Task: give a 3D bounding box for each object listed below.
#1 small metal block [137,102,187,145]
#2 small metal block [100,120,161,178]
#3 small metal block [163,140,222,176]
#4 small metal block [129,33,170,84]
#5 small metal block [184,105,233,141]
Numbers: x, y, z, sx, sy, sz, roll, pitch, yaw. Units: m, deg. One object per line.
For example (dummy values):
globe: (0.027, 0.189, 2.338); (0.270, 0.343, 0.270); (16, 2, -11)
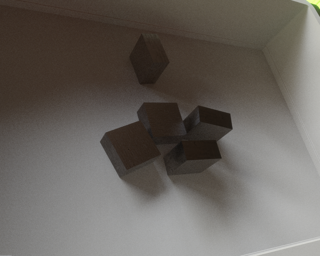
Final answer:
small metal block: (0.002, -0.006, 0.410); (0.050, 0.025, 0.050); (-2, 63, -29)
small metal block: (-0.035, 0.024, 0.372); (0.050, 0.025, 0.050); (-21, 73, -36)
small metal block: (0.040, 0.038, 0.388); (0.050, 0.050, 0.025); (0, 62, -28)
small metal block: (-0.016, -0.097, 0.440); (0.025, 0.050, 0.050); (-8, 66, -32)
small metal block: (0.062, -0.002, 0.424); (0.050, 0.050, 0.025); (12, 57, -22)
